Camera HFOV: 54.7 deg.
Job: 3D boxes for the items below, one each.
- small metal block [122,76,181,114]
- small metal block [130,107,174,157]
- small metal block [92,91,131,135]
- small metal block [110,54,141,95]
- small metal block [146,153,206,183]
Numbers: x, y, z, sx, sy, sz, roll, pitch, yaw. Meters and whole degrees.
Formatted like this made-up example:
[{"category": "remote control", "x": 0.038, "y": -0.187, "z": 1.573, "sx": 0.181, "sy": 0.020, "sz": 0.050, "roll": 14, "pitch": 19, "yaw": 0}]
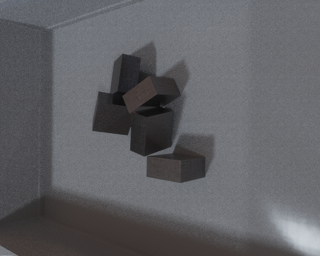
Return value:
[{"category": "small metal block", "x": -0.010, "y": -0.041, "z": 0.396, "sx": 0.050, "sy": 0.050, "sz": 0.025, "roll": -31, "pitch": 74, "yaw": 35}, {"category": "small metal block", "x": -0.010, "y": 0.003, "z": 0.391, "sx": 0.025, "sy": 0.050, "sz": 0.050, "roll": 19, "pitch": 113, "yaw": 38}, {"category": "small metal block", "x": -0.064, "y": -0.019, "z": 0.430, "sx": 0.025, "sy": 0.050, "sz": 0.050, "roll": -102, "pitch": 26, "yaw": -49}, {"category": "small metal block", "x": -0.049, "y": -0.070, "z": 0.427, "sx": 0.050, "sy": 0.025, "sz": 0.050, "roll": 177, "pitch": 101, "yaw": -69}, {"category": "small metal block", "x": 0.020, "y": 0.047, "z": 0.373, "sx": 0.050, "sy": 0.050, "sz": 0.025, "roll": 3, "pitch": 92, "yaw": 39}]
